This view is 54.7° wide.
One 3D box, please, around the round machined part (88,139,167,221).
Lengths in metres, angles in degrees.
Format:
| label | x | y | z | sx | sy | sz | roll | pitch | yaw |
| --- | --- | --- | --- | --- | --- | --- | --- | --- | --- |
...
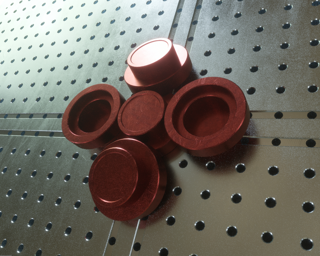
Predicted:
| label | x | y | z | sx | sy | sz | roll | pitch | yaw |
| --- | --- | --- | --- | --- | --- | --- | --- | --- | --- |
| round machined part | -0.045 | 0.060 | 0.368 | 0.098 | 0.042 | 0.098 | -8 | 73 | 26 |

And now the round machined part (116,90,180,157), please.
| label | x | y | z | sx | sy | sz | roll | pitch | yaw |
| --- | --- | --- | --- | --- | --- | --- | --- | --- | --- |
| round machined part | -0.016 | -0.011 | 0.410 | 0.098 | 0.042 | 0.098 | -13 | 56 | 20 |

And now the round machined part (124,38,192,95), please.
| label | x | y | z | sx | sy | sz | roll | pitch | yaw |
| --- | --- | --- | --- | --- | --- | --- | --- | --- | --- |
| round machined part | -0.007 | -0.091 | 0.441 | 0.098 | 0.042 | 0.098 | -16 | 41 | 15 |

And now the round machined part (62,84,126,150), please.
| label | x | y | z | sx | sy | sz | roll | pitch | yaw |
| --- | --- | --- | --- | --- | --- | --- | --- | --- | --- |
| round machined part | -0.089 | -0.013 | 0.450 | 0.098 | 0.042 | 0.098 | -13 | 56 | 20 |

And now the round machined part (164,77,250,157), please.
| label | x | y | z | sx | sy | sz | roll | pitch | yaw |
| --- | --- | --- | --- | --- | --- | --- | --- | --- | --- |
| round machined part | 0.058 | -0.010 | 0.371 | 0.098 | 0.042 | 0.098 | -13 | 56 | 20 |
